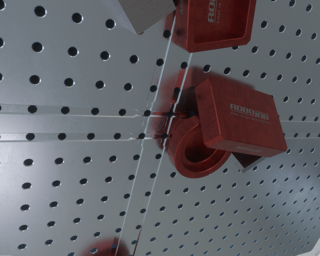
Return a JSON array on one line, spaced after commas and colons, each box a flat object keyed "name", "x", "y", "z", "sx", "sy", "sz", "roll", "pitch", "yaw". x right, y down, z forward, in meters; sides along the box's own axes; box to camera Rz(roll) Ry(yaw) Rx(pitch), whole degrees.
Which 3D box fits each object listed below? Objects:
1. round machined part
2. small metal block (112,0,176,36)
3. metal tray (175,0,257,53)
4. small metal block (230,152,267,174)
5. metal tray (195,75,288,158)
[{"name": "round machined part", "x": 0.055, "y": 0.020, "z": 0.443, "sx": 0.099, "sy": 0.042, "sz": 0.097, "roll": -14, "pitch": 124, "yaw": -21}, {"name": "small metal block", "x": -0.019, "y": -0.133, "z": 0.318, "sx": 0.050, "sy": 0.025, "sz": 0.050, "roll": -36, "pitch": 129, "yaw": -4}, {"name": "metal tray", "x": 0.065, "y": -0.156, "z": 0.346, "sx": 0.091, "sy": 0.030, "sz": 0.129, "roll": -14, "pitch": 124, "yaw": -21}, {"name": "small metal block", "x": 0.136, "y": 0.035, "z": 0.487, "sx": 0.050, "sy": 0.050, "sz": 0.025, "roll": -31, "pitch": 153, "yaw": -8}, {"name": "metal tray", "x": 0.112, "y": -0.013, "z": 0.422, "sx": 0.131, "sy": 0.090, "sz": 0.030, "roll": 11, "pitch": 151, "yaw": -33}]
